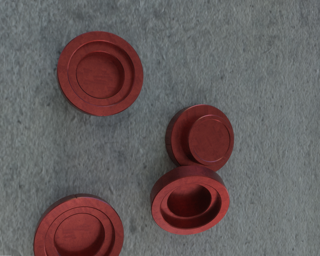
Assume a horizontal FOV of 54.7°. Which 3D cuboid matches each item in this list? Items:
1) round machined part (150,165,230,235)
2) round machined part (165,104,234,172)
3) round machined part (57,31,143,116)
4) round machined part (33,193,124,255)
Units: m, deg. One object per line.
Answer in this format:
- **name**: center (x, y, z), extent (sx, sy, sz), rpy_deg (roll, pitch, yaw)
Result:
- **round machined part**: center (0.036, 0.087, 0.400), extent (0.099, 0.042, 0.097), rpy_deg (-3, 119, -6)
- **round machined part**: center (0.060, 0.016, 0.424), extent (0.099, 0.042, 0.097), rpy_deg (0, 90, -21)
- **round machined part**: center (-0.073, -0.062, 0.374), extent (0.099, 0.042, 0.097), rpy_deg (0, 90, -21)
- **round machined part**: center (-0.096, 0.126, 0.365), extent (0.099, 0.042, 0.097), rpy_deg (0, 90, -21)
